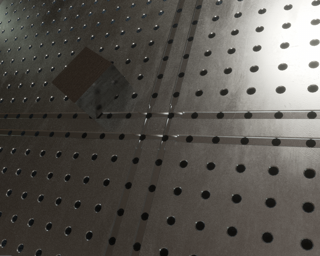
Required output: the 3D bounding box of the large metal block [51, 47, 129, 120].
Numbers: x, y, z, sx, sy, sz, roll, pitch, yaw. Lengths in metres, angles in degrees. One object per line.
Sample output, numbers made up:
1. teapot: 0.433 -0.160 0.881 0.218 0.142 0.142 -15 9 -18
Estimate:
1. large metal block: -0.111 -0.072 0.493 0.080 0.050 0.080 -48 52 -6
